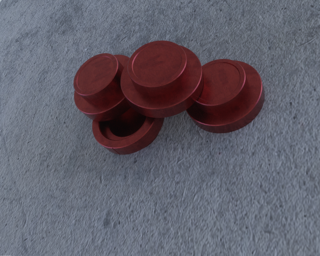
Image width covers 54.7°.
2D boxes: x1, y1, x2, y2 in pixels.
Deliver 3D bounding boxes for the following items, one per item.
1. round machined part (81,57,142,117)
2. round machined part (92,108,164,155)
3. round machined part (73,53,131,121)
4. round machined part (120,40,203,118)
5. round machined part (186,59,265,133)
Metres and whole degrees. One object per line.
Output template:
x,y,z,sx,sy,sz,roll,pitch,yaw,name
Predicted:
-0.082,-0.070,0.477,0.098,0.042,0.098,-13,56,20,round machined part
-0.038,-0.008,0.418,0.098,0.042,0.098,-13,56,20,round machined part
-0.075,-0.061,0.415,0.098,0.042,0.098,-13,56,20,round machined part
0.000,-0.064,0.365,0.098,0.042,0.098,-5,60,10,round machined part
0.075,-0.046,0.382,0.098,0.042,0.098,-13,56,20,round machined part
